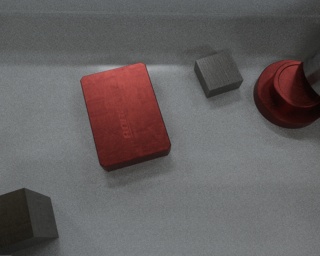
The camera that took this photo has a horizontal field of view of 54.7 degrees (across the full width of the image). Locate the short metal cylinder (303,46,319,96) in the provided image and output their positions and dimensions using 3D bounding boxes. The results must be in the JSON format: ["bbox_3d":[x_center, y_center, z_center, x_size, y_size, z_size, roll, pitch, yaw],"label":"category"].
[{"bbox_3d":[0.230,-0.076,0.387,0.081,0.050,0.080,10,62,-19],"label":"short metal cylinder"}]

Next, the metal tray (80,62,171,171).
[{"bbox_3d":[-0.046,-0.017,0.413,0.091,0.030,0.130,-15,71,-6],"label":"metal tray"}]

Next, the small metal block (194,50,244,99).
[{"bbox_3d":[0.082,-0.076,0.438,0.050,0.025,0.050,-18,71,-7],"label":"small metal block"}]

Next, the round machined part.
[{"bbox_3d":[0.183,-0.051,0.422,0.099,0.042,0.098,0,70,0],"label":"round machined part"}]

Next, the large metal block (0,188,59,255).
[{"bbox_3d":[-0.168,0.108,0.339,0.081,0.080,0.050,-18,71,-7],"label":"large metal block"}]
